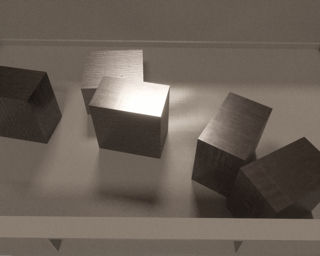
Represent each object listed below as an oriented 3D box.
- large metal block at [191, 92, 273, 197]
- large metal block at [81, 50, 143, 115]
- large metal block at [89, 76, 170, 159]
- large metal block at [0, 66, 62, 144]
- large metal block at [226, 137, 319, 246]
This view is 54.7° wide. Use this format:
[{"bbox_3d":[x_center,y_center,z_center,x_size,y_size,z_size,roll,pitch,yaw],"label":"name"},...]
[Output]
[{"bbox_3d":[0.080,0.020,0.354,0.050,0.080,0.080,25,54,19],"label":"large metal block"},{"bbox_3d":[-0.064,-0.067,0.444,0.081,0.050,0.080,-2,50,-2],"label":"large metal block"},{"bbox_3d":[-0.033,-0.012,0.379,0.080,0.080,0.050,9,51,7],"label":"large metal block"},{"bbox_3d":[-0.181,-0.029,0.392,0.080,0.080,0.050,9,51,7],"label":"large metal block"},{"bbox_3d":[0.122,0.065,0.316,0.081,0.080,0.050,-22,54,-18],"label":"large metal block"}]
